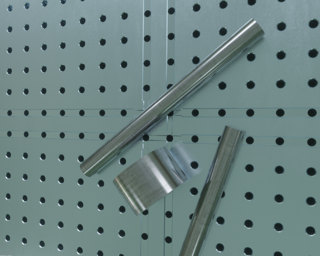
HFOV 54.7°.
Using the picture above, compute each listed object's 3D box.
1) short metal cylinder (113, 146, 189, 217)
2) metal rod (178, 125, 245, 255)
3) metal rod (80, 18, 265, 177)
[{"bbox_3d":[-0.011,0.067,0.387,0.080,0.080,0.050,-39,78,16],"label":"short metal cylinder"},{"bbox_3d":[0.045,0.141,0.396,0.025,0.025,0.298,21,97,19],"label":"metal rod"},{"bbox_3d":[0.005,-0.030,0.410,0.300,0.025,0.025,-39,78,15],"label":"metal rod"}]
